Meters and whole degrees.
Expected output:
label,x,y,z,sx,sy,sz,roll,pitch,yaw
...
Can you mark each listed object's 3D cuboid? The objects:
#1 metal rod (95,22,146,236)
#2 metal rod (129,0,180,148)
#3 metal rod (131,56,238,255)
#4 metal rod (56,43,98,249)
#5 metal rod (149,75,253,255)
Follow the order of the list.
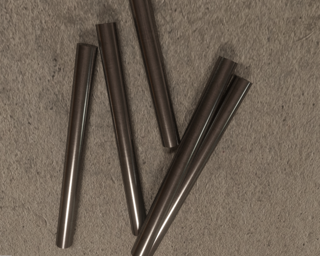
label,x,y,z,sx,sy,sz,roll,pitch,yaw
metal rod,-0.047,0.016,0.414,0.025,0.025,0.298,-6,110,2
metal rod,-0.016,-0.116,0.366,0.025,0.025,0.298,-12,110,4
metal rod,0.027,0.050,0.414,0.025,0.025,0.298,21,103,-8
metal rod,-0.116,0.038,0.422,0.025,0.025,0.298,11,110,-4
metal rod,0.041,0.065,0.434,0.025,0.025,0.298,24,108,-9
